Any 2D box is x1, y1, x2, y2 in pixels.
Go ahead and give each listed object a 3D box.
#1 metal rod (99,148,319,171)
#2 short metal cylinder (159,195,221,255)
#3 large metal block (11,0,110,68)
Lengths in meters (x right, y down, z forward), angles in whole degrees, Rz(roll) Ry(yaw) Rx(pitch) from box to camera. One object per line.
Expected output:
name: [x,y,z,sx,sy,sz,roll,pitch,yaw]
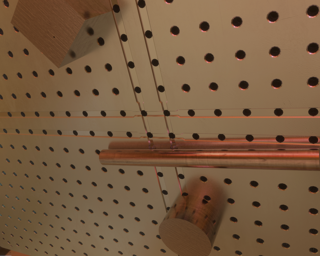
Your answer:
metal rod: [0.044,0.040,0.412,0.300,0.025,0.025,-2,117,29]
short metal cylinder: [0.045,0.148,0.463,0.080,0.050,0.079,13,124,21]
large metal block: [-0.121,-0.135,0.376,0.080,0.050,0.080,44,129,-3]
